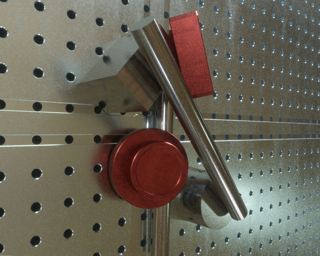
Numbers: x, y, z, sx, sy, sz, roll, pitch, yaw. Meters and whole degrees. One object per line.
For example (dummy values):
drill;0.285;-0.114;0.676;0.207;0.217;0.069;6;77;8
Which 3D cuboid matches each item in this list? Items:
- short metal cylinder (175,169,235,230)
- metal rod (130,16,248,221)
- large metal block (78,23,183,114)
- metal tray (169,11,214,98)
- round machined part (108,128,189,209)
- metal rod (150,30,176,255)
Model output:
short metal cylinder;0.069;0.102;0.454;0.081;0.050;0.079;0;90;-40
metal rod;0.048;0.014;0.360;0.025;0.025;0.299;-51;128;-28
large metal block;-0.032;-0.064;0.349;0.050;0.080;0.080;49;61;-29
metal tray;0.041;-0.090;0.391;0.130;0.030;0.089;-63;140;-75
round machined part;-0.009;0.049;0.372;0.099;0.042;0.097;0;90;-23
metal rod;0.004;0.020;0.415;0.025;0.025;0.298;3;88;-40
